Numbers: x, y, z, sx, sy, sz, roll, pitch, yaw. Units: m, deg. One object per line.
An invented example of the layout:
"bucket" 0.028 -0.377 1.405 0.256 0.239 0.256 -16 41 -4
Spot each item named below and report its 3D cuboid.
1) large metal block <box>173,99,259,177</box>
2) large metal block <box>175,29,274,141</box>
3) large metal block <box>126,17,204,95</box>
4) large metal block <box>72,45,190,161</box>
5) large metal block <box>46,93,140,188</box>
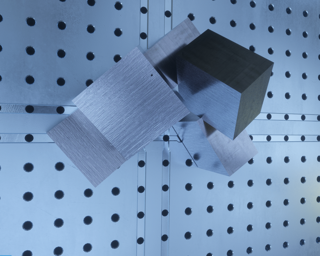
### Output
"large metal block" 0.069 0.011 0.408 0.050 0.080 0.080 -36 102 -17
"large metal block" 0.065 -0.046 0.333 0.080 0.080 0.050 38 68 27
"large metal block" 0.006 -0.081 0.385 0.080 0.080 0.050 -43 104 -15
"large metal block" -0.028 -0.028 0.320 0.080 0.050 0.080 -38 104 10
"large metal block" -0.076 0.011 0.371 0.080 0.050 0.080 -41 104 -16
